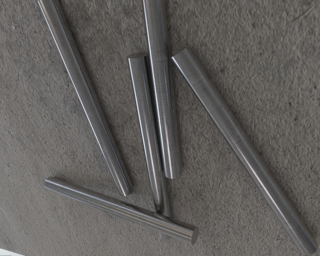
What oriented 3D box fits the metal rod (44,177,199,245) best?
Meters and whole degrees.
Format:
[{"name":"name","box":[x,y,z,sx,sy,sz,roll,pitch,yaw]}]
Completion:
[{"name":"metal rod","box":[-0.079,0.126,0.504,0.300,0.025,0.025,10,123,30]}]

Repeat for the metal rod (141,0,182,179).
[{"name":"metal rod","box":[0.002,-0.066,0.364,0.025,0.025,0.298,7,122,25]}]

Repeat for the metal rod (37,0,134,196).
[{"name":"metal rod","box":[-0.096,-0.029,0.439,0.025,0.025,0.298,-4,117,30]}]

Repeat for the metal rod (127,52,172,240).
[{"name":"metal rod","box":[-0.008,0.044,0.438,0.025,0.025,0.298,6,121,25]}]

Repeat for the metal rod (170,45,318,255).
[{"name":"metal rod","box":[0.107,0.035,0.371,0.025,0.025,0.299,-27,104,37]}]
